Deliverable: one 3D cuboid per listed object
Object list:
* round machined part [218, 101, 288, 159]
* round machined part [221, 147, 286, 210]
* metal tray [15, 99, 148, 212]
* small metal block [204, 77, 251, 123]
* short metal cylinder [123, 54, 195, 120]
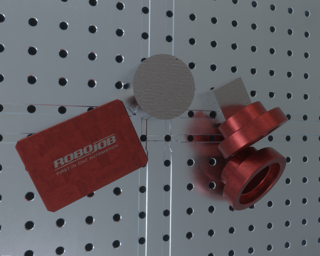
[{"bbox_3d":[0.120,-0.001,0.424,0.099,0.098,0.042,-27,75,-18],"label":"round machined part"},{"bbox_3d":[0.125,0.065,0.433,0.099,0.042,0.097,-24,138,-24],"label":"round machined part"},{"bbox_3d":[-0.091,0.030,0.377,0.131,0.030,0.090,-26,99,-18],"label":"metal tray"},{"bbox_3d":[0.100,-0.040,0.450,0.050,0.025,0.050,-28,99,-18],"label":"small metal block"},{"bbox_3d":[-0.002,-0.050,0.399,0.081,0.050,0.079,0,90,-20],"label":"short metal cylinder"}]
